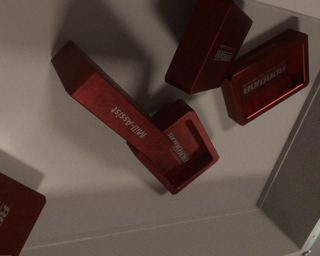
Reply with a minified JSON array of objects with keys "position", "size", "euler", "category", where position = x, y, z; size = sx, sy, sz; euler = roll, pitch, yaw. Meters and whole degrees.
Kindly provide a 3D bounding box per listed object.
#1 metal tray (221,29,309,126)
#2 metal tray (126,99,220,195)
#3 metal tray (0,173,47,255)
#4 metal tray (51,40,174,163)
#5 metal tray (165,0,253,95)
[{"position":[0.153,-0.072,0.446],"size":[0.131,0.030,0.090],"euler":[-31,129,-9],"category":"metal tray"},{"position":[0.023,0.031,0.427],"size":[0.090,0.030,0.130],"euler":[-39,138,-3],"category":"metal tray"},{"position":[-0.191,0.114,0.324],"size":[0.090,0.030,0.130],"euler":[46,53,-39],"category":"metal tray"},{"position":[-0.048,-0.026,0.325],"size":[0.030,0.090,0.130],"euler":[-45,130,2],"category":"metal tray"},{"position":[0.058,-0.087,0.337],"size":[0.131,0.030,0.089],"euler":[-23,141,-64],"category":"metal tray"}]
